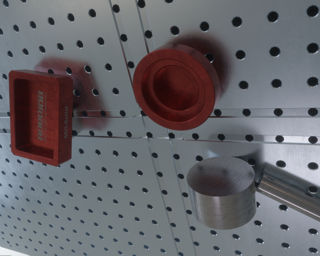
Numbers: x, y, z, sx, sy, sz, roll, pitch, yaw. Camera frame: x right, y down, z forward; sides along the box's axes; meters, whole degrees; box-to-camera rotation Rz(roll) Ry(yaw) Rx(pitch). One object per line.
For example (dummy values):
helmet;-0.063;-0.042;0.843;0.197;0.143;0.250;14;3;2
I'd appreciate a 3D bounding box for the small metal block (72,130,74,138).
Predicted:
small metal block;-0.168;-0.007;0.495;0.050;0.025;0.050;18;125;18

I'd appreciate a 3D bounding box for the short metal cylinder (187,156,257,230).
short metal cylinder;0.077;0.078;0.383;0.080;0.080;0.050;3;120;27

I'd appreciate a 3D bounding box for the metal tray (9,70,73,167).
metal tray;-0.176;-0.016;0.458;0.090;0.030;0.129;11;106;19

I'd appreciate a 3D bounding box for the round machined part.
round machined part;0.022;-0.049;0.358;0.098;0.042;0.097;13;124;21

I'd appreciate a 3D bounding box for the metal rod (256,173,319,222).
metal rod;0.257;0.130;0.355;0.301;0.025;0.025;25;127;12
